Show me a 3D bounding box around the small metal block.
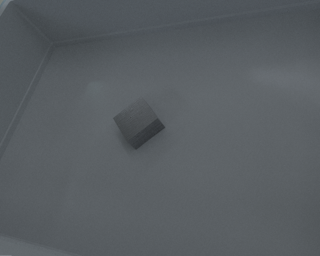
[{"bbox_3d":[-0.029,-0.007,0.424,0.050,0.025,0.050,-38,51,2],"label":"small metal block"}]
